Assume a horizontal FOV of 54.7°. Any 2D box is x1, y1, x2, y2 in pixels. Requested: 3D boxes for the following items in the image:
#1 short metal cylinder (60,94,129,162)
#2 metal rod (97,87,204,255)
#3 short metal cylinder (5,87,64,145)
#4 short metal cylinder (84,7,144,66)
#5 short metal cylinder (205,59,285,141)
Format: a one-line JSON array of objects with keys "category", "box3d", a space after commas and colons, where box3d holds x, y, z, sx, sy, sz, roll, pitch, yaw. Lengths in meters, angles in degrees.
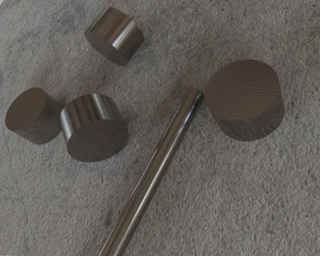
[{"category": "short metal cylinder", "box3d": [-0.088, 0.001, 0.414, 0.080, 0.080, 0.050, -34, 52, 6]}, {"category": "metal rod", "box3d": [-0.022, 0.081, 0.365, 0.025, 0.025, 0.300, 17, 70, 35]}, {"category": "short metal cylinder", "box3d": [-0.201, -0.019, 0.505, 0.080, 0.050, 0.080, -13, 56, 21]}, {"category": "short metal cylinder", "box3d": [-0.073, -0.145, 0.496, 0.080, 0.080, 0.050, 26, 76, 37]}, {"category": "short metal cylinder", "box3d": [0.098, -0.031, 0.356, 0.080, 0.050, 0.080, -13, 56, 21]}]
